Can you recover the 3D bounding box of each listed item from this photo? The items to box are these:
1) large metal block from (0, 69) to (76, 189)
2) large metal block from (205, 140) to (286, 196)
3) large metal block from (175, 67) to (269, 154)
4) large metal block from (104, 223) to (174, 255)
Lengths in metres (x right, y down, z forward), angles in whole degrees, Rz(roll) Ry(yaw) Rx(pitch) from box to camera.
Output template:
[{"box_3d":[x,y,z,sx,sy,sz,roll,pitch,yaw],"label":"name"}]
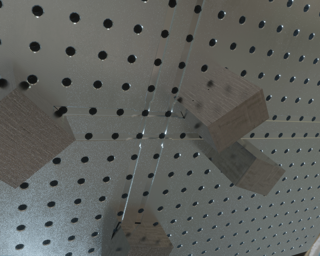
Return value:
[{"box_3d":[-0.149,0.002,0.316,0.080,0.050,0.080,-40,130,-2],"label":"large metal block"},{"box_3d":[0.132,0.055,0.484,0.080,0.080,0.050,23,106,-37],"label":"large metal block"},{"box_3d":[0.080,-0.026,0.405,0.080,0.080,0.050,-34,129,-6],"label":"large metal block"},{"box_3d":[-0.038,0.204,0.503,0.081,0.050,0.080,14,111,-35],"label":"large metal block"}]
